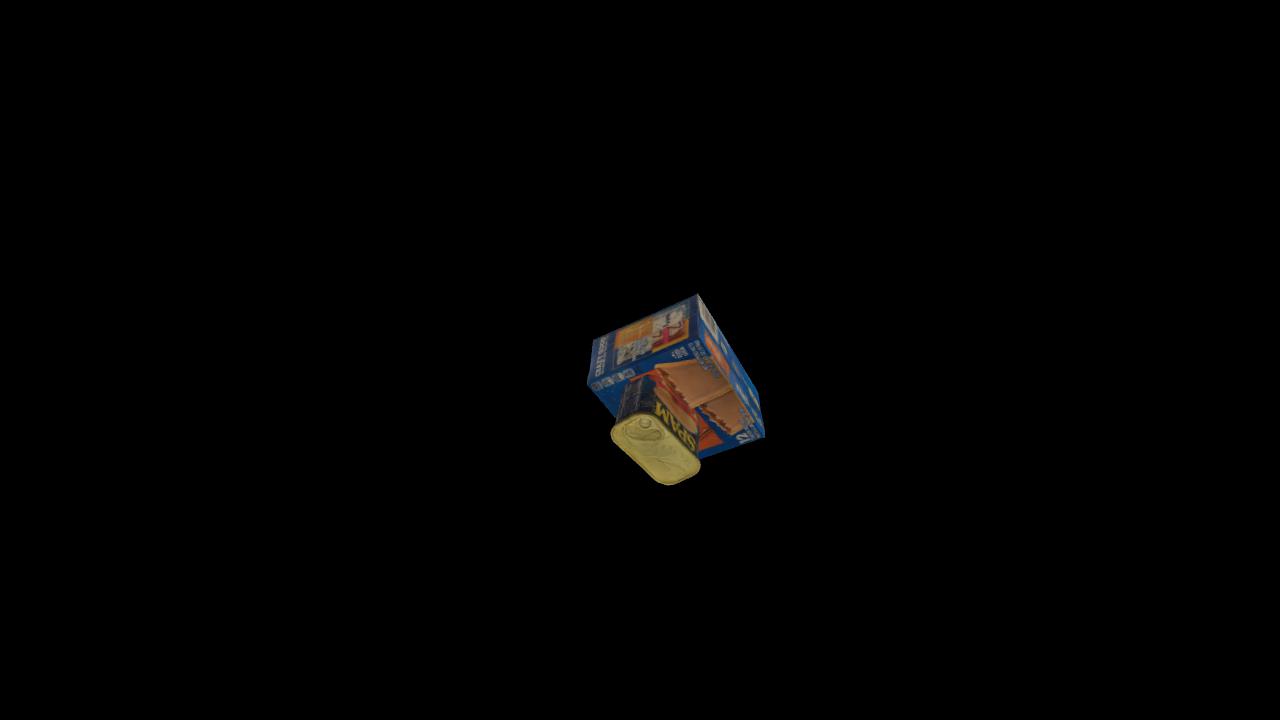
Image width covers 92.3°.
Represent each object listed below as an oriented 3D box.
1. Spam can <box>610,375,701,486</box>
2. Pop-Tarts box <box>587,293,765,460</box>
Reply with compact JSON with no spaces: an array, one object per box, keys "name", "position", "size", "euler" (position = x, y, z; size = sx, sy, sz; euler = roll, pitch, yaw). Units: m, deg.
[{"name":"Spam can","position":[0.021,0.068,0.657],"size":[0.058,0.101,0.085],"euler":[-30,28,26]},{"name":"Pop-Tarts box","position":[0.044,0.033,0.710],"size":[0.141,0.167,0.083],"euler":[-22,34,21]}]
